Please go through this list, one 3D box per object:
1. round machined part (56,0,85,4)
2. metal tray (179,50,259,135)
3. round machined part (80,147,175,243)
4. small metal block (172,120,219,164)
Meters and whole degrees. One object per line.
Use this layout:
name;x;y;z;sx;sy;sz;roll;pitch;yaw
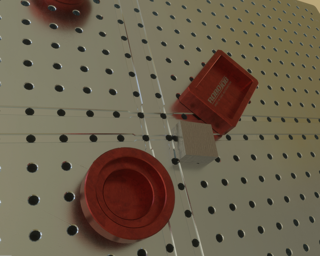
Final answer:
round machined part;-0.139;-0.225;0.461;0.099;0.042;0.098;14;56;-21
metal tray;0.098;-0.061;0.496;0.090;0.030;0.131;39;51;-2
round machined part;-0.037;0.073;0.334;0.099;0.042;0.098;14;56;-21
small metal block;0.047;0.020;0.423;0.050;0.025;0.050;7;59;-25
